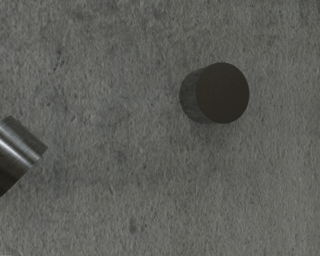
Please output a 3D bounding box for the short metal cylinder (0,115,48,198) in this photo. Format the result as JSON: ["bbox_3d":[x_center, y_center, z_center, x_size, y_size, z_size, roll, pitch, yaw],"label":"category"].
[{"bbox_3d":[-0.164,0.033,0.319,0.050,0.080,0.080,46,76,-15],"label":"short metal cylinder"}]

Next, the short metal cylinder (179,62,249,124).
[{"bbox_3d":[0.074,-0.045,0.424,0.081,0.050,0.079,0,90,-21],"label":"short metal cylinder"}]
